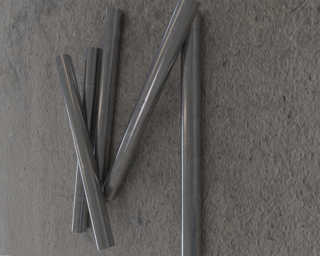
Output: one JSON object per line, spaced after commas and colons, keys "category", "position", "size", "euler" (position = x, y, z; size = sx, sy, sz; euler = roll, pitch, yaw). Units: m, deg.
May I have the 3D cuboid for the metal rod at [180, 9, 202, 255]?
{"category": "metal rod", "position": [0.037, 0.010, 0.374], "size": [0.025, 0.025, 0.298], "euler": [0, 90, 40]}

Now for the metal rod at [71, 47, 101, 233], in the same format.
{"category": "metal rod", "position": [-0.119, 0.022, 0.503], "size": [0.025, 0.025, 0.298], "euler": [10, 96, 39]}

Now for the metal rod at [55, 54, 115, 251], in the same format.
{"category": "metal rod", "position": [-0.115, 0.027, 0.466], "size": [0.025, 0.025, 0.299], "euler": [-26, 74, 37]}

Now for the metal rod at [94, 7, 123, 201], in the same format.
{"category": "metal rod", "position": [-0.083, -0.028, 0.473], "size": [0.025, 0.025, 0.298], "euler": [10, 96, 39]}

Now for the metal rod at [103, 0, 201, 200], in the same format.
{"category": "metal rod", "position": [-0.022, -0.020, 0.404], "size": [0.025, 0.025, 0.298], "euler": [43, 122, 31]}
